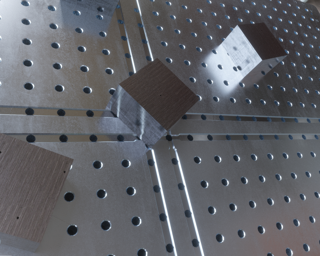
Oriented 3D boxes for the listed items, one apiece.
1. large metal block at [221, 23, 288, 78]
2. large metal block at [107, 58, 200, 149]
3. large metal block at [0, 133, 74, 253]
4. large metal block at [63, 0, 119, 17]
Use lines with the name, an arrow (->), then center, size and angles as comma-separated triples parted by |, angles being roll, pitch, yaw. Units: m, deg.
large metal block -> 0.177, -0.147, 0.580 | 0.081, 0.050, 0.080 | -18, 71, -35
large metal block -> -0.008, -0.034, 0.410 | 0.080, 0.050, 0.080 | 44, 51, 2
large metal block -> -0.136, 0.058, 0.284 | 0.080, 0.050, 0.080 | 23, 53, -15
large metal block -> -0.103, -0.230, 0.478 | 0.081, 0.050, 0.080 | 12, 57, -22
